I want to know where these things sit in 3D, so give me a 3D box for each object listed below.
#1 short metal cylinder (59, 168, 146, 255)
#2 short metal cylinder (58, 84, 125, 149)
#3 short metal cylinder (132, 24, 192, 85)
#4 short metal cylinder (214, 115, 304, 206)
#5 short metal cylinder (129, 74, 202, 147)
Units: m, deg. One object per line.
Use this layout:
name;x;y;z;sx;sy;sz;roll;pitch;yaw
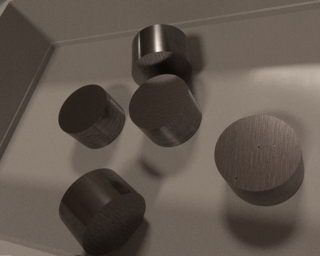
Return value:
short metal cylinder;-0.063;0.092;0.345;0.050;0.080;0.080;33;80;38
short metal cylinder;-0.098;-0.016;0.449;0.080;0.050;0.080;-13;56;20
short metal cylinder;0.002;-0.094;0.426;0.080;0.080;0.050;-15;56;19
short metal cylinder;0.102;0.034;0.315;0.080;0.050;0.080;-13;56;20
short metal cylinder;0.008;-0.022;0.398;0.080;0.050;0.080;-13;56;20
